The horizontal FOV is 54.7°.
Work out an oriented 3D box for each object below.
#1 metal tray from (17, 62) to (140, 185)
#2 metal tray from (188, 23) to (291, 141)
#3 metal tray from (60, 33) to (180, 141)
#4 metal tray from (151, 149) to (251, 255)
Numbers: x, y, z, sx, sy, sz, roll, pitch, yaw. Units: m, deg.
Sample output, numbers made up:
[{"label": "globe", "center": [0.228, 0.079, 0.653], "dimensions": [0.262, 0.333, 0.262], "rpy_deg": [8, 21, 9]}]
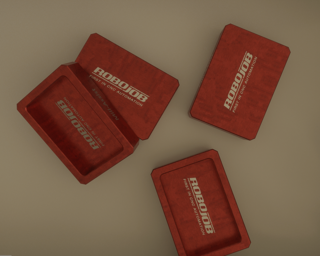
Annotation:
[{"label": "metal tray", "center": [-0.100, -0.004, 0.384], "dimensions": [0.090, 0.030, 0.130], "rpy_deg": [-35, 99, 19]}, {"label": "metal tray", "center": [0.103, -0.059, 0.409], "dimensions": [0.090, 0.030, 0.129], "rpy_deg": [22, 90, 0]}, {"label": "metal tray", "center": [-0.052, -0.053, 0.408], "dimensions": [0.130, 0.030, 0.090], "rpy_deg": [30, 90, 0]}, {"label": "metal tray", "center": [0.051, 0.102, 0.403], "dimensions": [0.090, 0.030, 0.129], "rpy_deg": [-19, 85, 0]}]
